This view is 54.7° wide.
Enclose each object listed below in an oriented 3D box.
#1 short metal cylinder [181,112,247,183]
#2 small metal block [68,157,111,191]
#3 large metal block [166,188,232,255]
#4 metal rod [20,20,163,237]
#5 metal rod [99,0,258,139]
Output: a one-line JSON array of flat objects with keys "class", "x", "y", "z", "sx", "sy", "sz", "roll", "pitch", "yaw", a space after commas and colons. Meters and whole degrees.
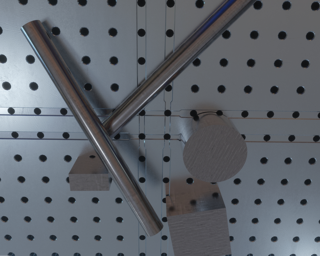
[{"class": "short metal cylinder", "x": 0.069, "y": 0.025, "z": 0.410, "sx": 0.081, "sy": 0.050, "sz": 0.079, "roll": 0, "pitch": 110, "yaw": -1}, {"class": "small metal block", "x": -0.091, "y": 0.061, "z": 0.422, "sx": 0.050, "sy": 0.050, "sz": 0.025, "roll": 0, "pitch": 110, "yaw": 0}, {"class": "large metal block", "x": 0.055, "y": 0.141, "z": 0.453, "sx": 0.080, "sy": 0.050, "sz": 0.079, "roll": -10, "pitch": 110, "yaw": 3}, {"class": "metal rod", "x": -0.080, "y": 0.007, "z": 0.388, "sx": 0.025, "sy": 0.025, "sz": 0.299, "roll": -28, "pitch": 98, "yaw": 9}, {"class": "metal rod", "x": 0.030, "y": -0.089, "z": 0.381, "sx": 0.299, "sy": 0.025, "sz": 0.025, "roll": -43, "pitch": 105, "yaw": 13}]
